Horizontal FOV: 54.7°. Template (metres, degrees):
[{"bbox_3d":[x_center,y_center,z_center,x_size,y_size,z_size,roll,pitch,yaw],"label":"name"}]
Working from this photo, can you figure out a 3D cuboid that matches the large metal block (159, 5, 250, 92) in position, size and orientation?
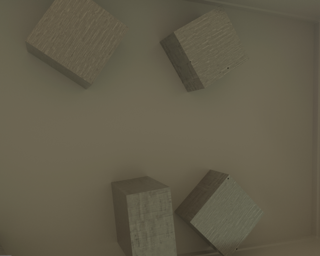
[{"bbox_3d":[0.060,-0.105,0.421,0.080,0.050,0.080,-34,102,-17],"label":"large metal block"}]

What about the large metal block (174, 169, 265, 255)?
[{"bbox_3d":[0.082,0.117,0.429,0.080,0.050,0.080,-47,105,-14],"label":"large metal block"}]

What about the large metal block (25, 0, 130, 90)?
[{"bbox_3d":[-0.096,-0.103,0.362,0.080,0.050,0.080,34,79,-17],"label":"large metal block"}]

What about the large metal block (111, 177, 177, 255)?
[{"bbox_3d":[-0.022,0.108,0.374,0.050,0.080,0.079,-7,93,-20],"label":"large metal block"}]

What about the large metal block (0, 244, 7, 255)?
[{"bbox_3d":[-0.204,0.131,0.294,0.080,0.080,0.050,21,83,-39],"label":"large metal block"}]
